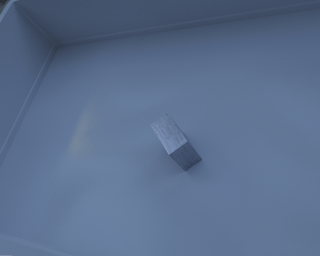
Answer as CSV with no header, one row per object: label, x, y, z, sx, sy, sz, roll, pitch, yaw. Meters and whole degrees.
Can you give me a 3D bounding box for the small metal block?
small metal block,0.020,0.017,0.370,0.025,0.050,0.050,-36,51,4
